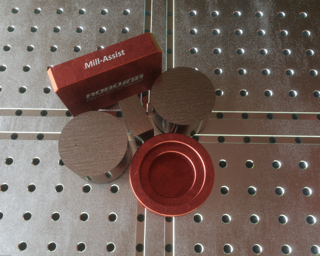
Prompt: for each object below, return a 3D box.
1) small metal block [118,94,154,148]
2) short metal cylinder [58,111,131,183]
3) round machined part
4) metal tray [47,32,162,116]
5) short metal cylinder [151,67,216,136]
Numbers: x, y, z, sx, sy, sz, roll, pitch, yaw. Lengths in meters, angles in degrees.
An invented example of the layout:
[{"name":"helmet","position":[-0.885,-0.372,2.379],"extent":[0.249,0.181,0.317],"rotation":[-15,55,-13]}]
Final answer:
[{"name":"small metal block","position":[-0.029,-0.008,0.396],"extent":[0.025,0.050,0.050],"rotation":[-24,72,-8]},{"name":"short metal cylinder","position":[-0.078,0.025,0.385],"extent":[0.081,0.050,0.080],"rotation":[0,70,0]},{"name":"round machined part","position":[0.014,0.058,0.377],"extent":[0.099,0.042,0.098],"rotation":[0,70,0]},{"name":"metal tray","position":[-0.063,-0.064,0.395],"extent":[0.131,0.090,0.030],"rotation":[-22,72,-8]},{"name":"short metal cylinder","position":[0.029,-0.033,0.407],"extent":[0.081,0.050,0.080],"rotation":[0,70,0]}]
